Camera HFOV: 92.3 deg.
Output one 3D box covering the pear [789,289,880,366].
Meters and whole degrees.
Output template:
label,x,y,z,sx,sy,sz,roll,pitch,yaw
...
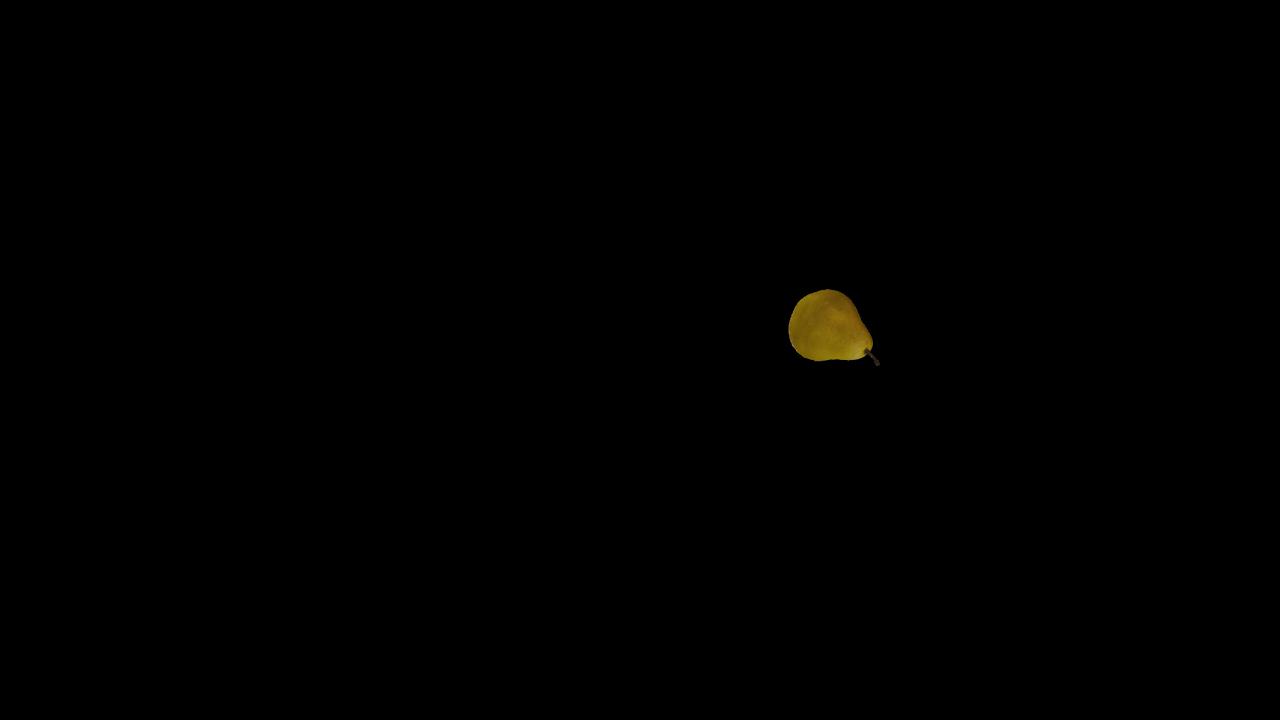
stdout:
label,x,y,z,sx,sy,sz,roll,pitch,yaw
pear,0.213,-0.031,0.654,0.080,0.080,0.111,0,17,-33
